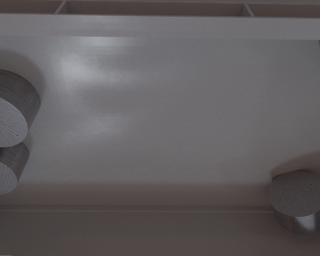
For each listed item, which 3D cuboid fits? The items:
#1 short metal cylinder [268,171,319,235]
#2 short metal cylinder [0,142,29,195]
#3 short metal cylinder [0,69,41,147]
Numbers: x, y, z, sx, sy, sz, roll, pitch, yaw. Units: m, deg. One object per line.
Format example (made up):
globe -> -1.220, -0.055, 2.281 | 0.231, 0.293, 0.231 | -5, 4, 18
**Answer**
short metal cylinder -> 0.211, 0.113, 0.471 | 0.080, 0.080, 0.050 | -18, 128, 15
short metal cylinder -> -0.232, 0.048, 0.431 | 0.081, 0.050, 0.079 | 0, 130, 0
short metal cylinder -> -0.192, -0.023, 0.371 | 0.081, 0.050, 0.079 | 0, 130, 0
